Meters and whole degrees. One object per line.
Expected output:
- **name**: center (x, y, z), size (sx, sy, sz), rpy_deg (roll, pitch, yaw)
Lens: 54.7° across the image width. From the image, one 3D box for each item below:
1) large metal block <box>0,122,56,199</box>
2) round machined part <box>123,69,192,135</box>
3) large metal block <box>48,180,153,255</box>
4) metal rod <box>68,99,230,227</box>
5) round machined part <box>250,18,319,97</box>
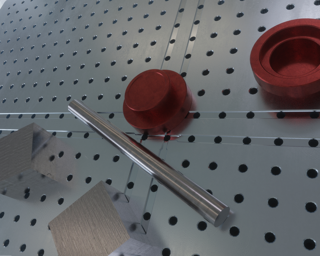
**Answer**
- **large metal block**: center (-0.208, 0.050, 0.471), size (0.080, 0.050, 0.080), rpy_deg (-23, 53, 14)
- **round machined part**: center (-0.009, -0.042, 0.428), size (0.098, 0.042, 0.098), rpy_deg (-13, 56, 21)
- **large metal block**: center (-0.069, 0.122, 0.354), size (0.080, 0.050, 0.080), rpy_deg (-39, 51, 1)
- **metal rod**: center (-0.037, 0.028, 0.410), size (0.300, 0.025, 0.025), rpy_deg (32, 80, 38)
- **round machined part**: center (0.159, -0.076, 0.361), size (0.098, 0.042, 0.098), rpy_deg (-13, 56, 21)
